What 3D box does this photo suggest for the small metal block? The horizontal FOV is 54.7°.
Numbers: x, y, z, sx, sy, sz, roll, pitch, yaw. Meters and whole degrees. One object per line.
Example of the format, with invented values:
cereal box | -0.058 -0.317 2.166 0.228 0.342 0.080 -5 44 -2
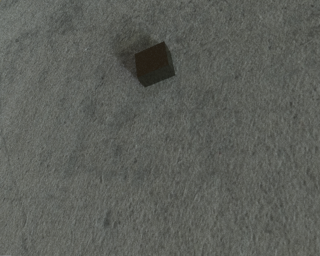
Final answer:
small metal block | -0.008 -0.095 0.465 0.050 0.025 0.050 -20 54 16
